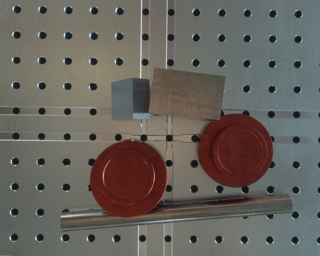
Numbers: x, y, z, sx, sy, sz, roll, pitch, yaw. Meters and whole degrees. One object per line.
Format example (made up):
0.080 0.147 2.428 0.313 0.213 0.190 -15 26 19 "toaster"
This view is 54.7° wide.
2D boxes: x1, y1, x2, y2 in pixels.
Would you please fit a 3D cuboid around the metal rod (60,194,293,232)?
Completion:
0.022 0.113 0.413 0.302 0.025 0.025 -5 90 0 "metal rod"

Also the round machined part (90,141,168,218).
-0.040 0.063 0.392 0.099 0.042 0.098 0 74 1 "round machined part"

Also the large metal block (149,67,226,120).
0.030 -0.038 0.386 0.080 0.080 0.050 7 90 0 "large metal block"

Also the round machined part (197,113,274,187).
0.100 0.030 0.406 0.099 0.042 0.097 0 90 0 "round machined part"

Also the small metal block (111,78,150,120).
-0.039 -0.036 0.398 0.025 0.050 0.050 -1 90 -40 "small metal block"
